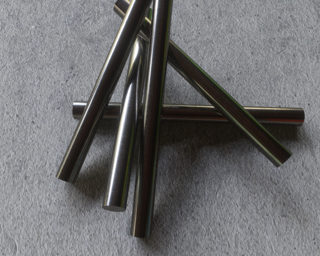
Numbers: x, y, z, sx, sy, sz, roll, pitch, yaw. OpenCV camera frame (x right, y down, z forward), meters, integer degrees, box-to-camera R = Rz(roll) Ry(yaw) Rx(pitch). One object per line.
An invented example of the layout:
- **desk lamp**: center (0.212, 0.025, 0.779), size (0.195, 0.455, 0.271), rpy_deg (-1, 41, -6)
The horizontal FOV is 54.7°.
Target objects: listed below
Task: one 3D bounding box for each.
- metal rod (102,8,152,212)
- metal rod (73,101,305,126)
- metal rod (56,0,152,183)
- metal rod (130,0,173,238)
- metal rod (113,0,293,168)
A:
- **metal rod**: center (-0.034, -0.045, 0.399), size (0.025, 0.025, 0.300), rpy_deg (5, 61, 2)
- **metal rod**: center (0.037, -0.019, 0.415), size (0.302, 0.025, 0.025), rpy_deg (2, 70, 0)
- **metal rod**: center (-0.060, -0.074, 0.393), size (0.025, 0.025, 0.299), rpy_deg (22, 86, 7)
- **metal rod**: center (-0.009, -0.022, 0.379), size (0.025, 0.025, 0.298), rpy_deg (5, 84, 2)
- **metal rod**: center (0.047, -0.066, 0.401), size (0.025, 0.025, 0.300), rpy_deg (-41, 78, -13)
